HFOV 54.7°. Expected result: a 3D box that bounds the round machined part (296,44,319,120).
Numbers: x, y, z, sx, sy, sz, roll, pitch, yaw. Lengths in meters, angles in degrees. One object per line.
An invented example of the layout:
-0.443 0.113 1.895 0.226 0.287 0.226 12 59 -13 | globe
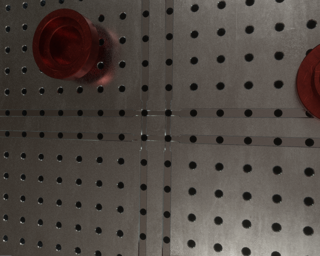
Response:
0.200 -0.051 0.333 0.098 0.042 0.097 0 90 19 | round machined part

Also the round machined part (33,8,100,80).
-0.130 -0.117 0.448 0.098 0.042 0.097 0 90 19 | round machined part
